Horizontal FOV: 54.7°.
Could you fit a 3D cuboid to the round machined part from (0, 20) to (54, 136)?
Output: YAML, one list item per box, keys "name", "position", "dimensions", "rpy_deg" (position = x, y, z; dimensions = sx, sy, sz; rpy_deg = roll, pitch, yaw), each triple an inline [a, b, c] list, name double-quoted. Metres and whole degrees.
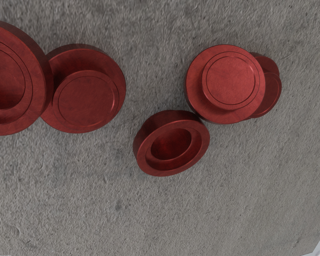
- name: "round machined part"
  position: [-0.143, -0.046, 0.273]
  dimensions: [0.099, 0.042, 0.097]
  rpy_deg: [0, 114, 0]

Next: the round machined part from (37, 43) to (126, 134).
- name: "round machined part"
  position: [-0.082, -0.036, 0.329]
  dimensions: [0.099, 0.042, 0.097]
  rpy_deg: [-14, 124, -21]

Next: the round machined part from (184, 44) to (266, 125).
- name: "round machined part"
  position: [0.080, -0.053, 0.373]
  dimensions: [0.099, 0.042, 0.097]
  rpy_deg: [0, 87, -3]

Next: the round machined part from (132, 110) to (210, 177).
- name: "round machined part"
  position: [0.011, 0.015, 0.404]
  dimensions: [0.099, 0.042, 0.097]
  rpy_deg: [-13, 134, -14]

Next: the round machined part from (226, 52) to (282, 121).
- name: "round machined part"
  position: [0.130, -0.053, 0.434]
  dimensions: [0.099, 0.042, 0.097]
  rpy_deg: [-14, 124, -21]
